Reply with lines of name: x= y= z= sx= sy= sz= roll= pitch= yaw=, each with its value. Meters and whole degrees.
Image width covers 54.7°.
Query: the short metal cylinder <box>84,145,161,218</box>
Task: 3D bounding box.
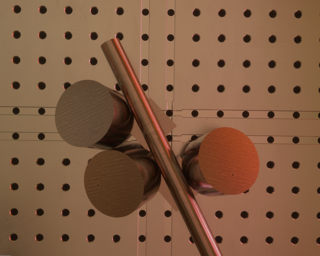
short metal cylinder: x=-0.045 y=0.063 z=0.383 sx=0.080 sy=0.050 sz=0.079 roll=2 pitch=95 yaw=22

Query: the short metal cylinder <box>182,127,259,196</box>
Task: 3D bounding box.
short metal cylinder: x=0.074 y=0.044 z=0.385 sx=0.081 sy=0.050 sz=0.080 roll=5 pitch=74 yaw=-18

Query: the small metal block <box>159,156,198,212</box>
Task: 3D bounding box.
small metal block: x=0.024 y=0.073 z=0.410 sx=0.050 sy=0.025 sz=0.050 roll=-40 pitch=90 yaw=0

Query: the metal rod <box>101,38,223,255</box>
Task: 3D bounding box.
metal rod: x=0.002 y=0.029 z=0.384 sx=0.025 sy=0.025 sz=0.299 roll=-26 pitch=90 yaw=0

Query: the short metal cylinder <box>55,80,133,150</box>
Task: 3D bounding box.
short metal cylinder: x=-0.080 y=-0.014 z=0.383 sx=0.080 sy=0.050 sz=0.080 roll=-3 pitch=81 yaw=20

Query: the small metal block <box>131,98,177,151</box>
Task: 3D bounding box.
small metal block: x=-0.014 y=-0.004 z=0.410 sx=0.050 sy=0.025 sz=0.050 roll=-43 pitch=90 yaw=0
